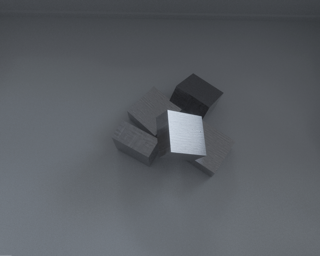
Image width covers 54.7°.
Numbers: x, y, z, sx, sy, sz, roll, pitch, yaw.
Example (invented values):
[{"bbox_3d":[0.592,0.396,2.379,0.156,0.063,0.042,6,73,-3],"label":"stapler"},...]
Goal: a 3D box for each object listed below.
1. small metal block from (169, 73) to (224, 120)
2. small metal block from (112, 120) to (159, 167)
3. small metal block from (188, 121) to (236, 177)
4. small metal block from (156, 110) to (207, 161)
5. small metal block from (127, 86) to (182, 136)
[{"bbox_3d":[0.049,-0.042,0.412,0.050,0.025,0.050,35,41,11],"label":"small metal block"},{"bbox_3d":[-0.029,0.020,0.386,0.050,0.050,0.025,28,73,9],"label":"small metal block"},{"bbox_3d":[0.060,0.027,0.399,0.050,0.025,0.050,34,73,11],"label":"small metal block"},{"bbox_3d":[0.025,0.010,0.366,0.050,0.025,0.050,9,66,-32],"label":"small metal block"},{"bbox_3d":[-0.007,-0.019,0.414,0.050,0.025,0.050,42,75,13],"label":"small metal block"}]
